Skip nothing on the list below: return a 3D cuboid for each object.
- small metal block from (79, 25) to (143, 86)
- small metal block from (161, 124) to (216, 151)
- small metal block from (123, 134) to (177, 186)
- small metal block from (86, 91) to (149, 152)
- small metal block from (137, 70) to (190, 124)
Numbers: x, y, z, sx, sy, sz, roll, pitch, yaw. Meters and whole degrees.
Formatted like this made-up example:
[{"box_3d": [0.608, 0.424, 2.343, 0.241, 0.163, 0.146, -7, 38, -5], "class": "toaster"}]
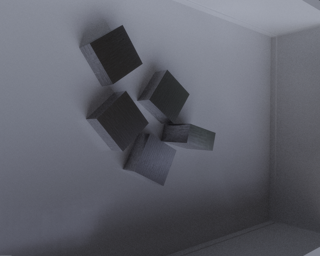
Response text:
[{"box_3d": [-0.056, -0.084, 0.360, 0.050, 0.025, 0.050, -42, 116, -32], "class": "small metal block"}, {"box_3d": [0.039, 0.013, 0.422, 0.050, 0.050, 0.025, 18, 79, -39], "class": "small metal block"}, {"box_3d": [-0.012, 0.040, 0.396, 0.050, 0.025, 0.050, 34, 69, -35], "class": "small metal block"}, {"box_3d": [-0.049, -0.008, 0.365, 0.050, 0.025, 0.050, -49, 119, -28], "class": "small metal block"}, {"box_3d": [0.006, -0.040, 0.411, 0.050, 0.025, 0.050, 43, 64, -32], "class": "small metal block"}]
